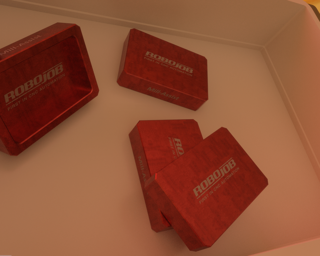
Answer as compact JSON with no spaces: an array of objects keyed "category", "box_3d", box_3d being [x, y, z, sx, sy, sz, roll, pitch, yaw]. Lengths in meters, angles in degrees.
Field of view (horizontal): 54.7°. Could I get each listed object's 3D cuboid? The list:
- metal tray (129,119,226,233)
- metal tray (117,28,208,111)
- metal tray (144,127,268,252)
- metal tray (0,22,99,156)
[{"category":"metal tray","box_3d":[0.021,0.053,0.383,0.091,0.030,0.130,-2,63,-30]},{"category":"metal tray","box_3d":[0.008,-0.086,0.461,0.131,0.030,0.090,17,55,-19]},{"category":"metal tray","box_3d":[0.058,0.064,0.357,0.131,0.030,0.090,-30,79,-38]},{"category":"metal tray","box_3d":[-0.127,-0.045,0.324,0.030,0.089,0.131,15,43,30]}]
